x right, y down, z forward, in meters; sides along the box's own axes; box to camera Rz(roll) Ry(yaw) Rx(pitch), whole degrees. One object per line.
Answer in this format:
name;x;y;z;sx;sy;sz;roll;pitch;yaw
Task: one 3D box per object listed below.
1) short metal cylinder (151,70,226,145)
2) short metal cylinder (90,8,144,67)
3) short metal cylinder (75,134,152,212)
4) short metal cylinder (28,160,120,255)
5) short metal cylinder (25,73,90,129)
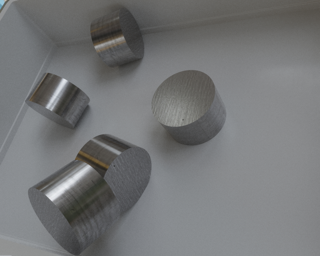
short metal cylinder;0.037;-0.025;0.386;0.080;0.050;0.080;-13;56;21
short metal cylinder;-0.066;-0.142;0.492;0.050;0.080;0.080;-15;56;20
short metal cylinder;-0.056;0.052;0.368;0.050;0.080;0.080;20;72;36
short metal cylinder;-0.087;0.080;0.315;0.080;0.079;0.050;20;40;35
short metal cylinder;-0.157;-0.041;0.478;0.080;0.080;0.050;15;70;34
